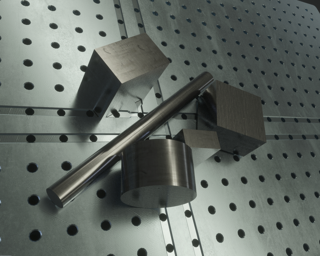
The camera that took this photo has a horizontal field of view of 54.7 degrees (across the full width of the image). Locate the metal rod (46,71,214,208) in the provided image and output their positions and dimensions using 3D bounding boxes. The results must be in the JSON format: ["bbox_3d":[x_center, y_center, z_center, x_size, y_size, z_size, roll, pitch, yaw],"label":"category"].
[{"bbox_3d":[-0.015,-0.005,0.404,0.025,0.025,0.302,47,51,4],"label":"metal rod"}]

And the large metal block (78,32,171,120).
[{"bbox_3d":[-0.046,-0.065,0.390,0.081,0.080,0.050,-32,80,-38],"label":"large metal block"}]

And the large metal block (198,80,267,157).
[{"bbox_3d":[0.103,-0.013,0.455,0.081,0.050,0.080,18,55,-18],"label":"large metal block"}]

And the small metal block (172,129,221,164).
[{"bbox_3d":[0.041,0.025,0.401,0.050,0.050,0.025,5,60,-26],"label":"small metal block"}]

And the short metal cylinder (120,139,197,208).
[{"bbox_3d":[-0.002,0.052,0.340,0.081,0.080,0.050,11,57,-23],"label":"short metal cylinder"}]
